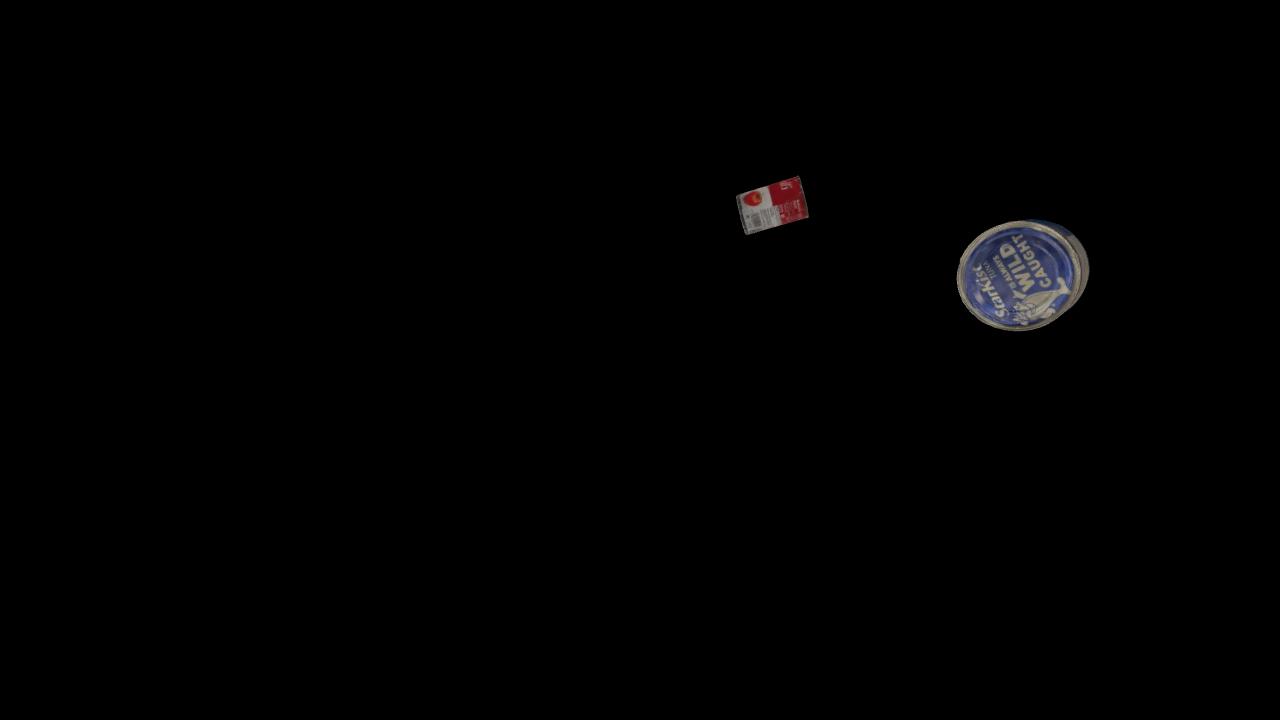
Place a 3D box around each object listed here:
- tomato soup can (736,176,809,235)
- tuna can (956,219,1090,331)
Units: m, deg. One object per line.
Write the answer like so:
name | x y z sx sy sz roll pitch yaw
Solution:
tomato soup can | 0.209 -0.243 0.974 0.101 0.068 0.068 -14 -4 16
tuna can | 0.296 -0.066 0.478 0.034 0.084 0.084 -17 12 -42
